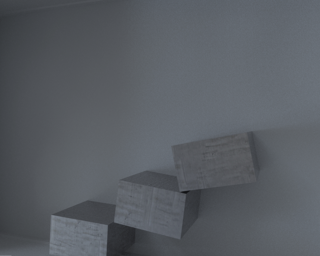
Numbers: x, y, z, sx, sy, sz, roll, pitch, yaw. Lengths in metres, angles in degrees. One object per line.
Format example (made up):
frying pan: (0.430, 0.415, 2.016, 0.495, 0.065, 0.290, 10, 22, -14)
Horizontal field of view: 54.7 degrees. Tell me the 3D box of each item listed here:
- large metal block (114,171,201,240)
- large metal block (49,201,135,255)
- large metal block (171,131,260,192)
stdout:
large metal block: (0.001, 0.089, 0.381, 0.080, 0.080, 0.050, 8, 93, 20)
large metal block: (-0.086, 0.135, 0.412, 0.080, 0.080, 0.050, 3, 91, 20)
large metal block: (0.068, 0.036, 0.357, 0.080, 0.080, 0.050, -11, 86, 19)
